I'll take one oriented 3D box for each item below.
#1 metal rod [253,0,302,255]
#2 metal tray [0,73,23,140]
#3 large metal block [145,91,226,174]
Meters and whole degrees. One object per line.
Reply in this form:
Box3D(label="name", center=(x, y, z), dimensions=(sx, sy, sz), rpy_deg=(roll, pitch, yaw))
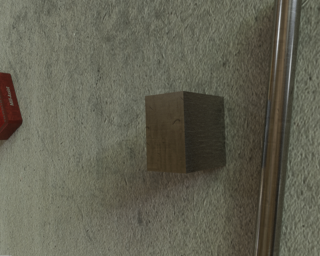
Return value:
Box3D(label="metal rod", center=(0.116, 0.012, 0.309), dimensions=(0.025, 0.025, 0.298), rpy_deg=(6, 94, 40))
Box3D(label="metal tray", center=(-0.356, -0.048, 0.695), dimensions=(0.090, 0.030, 0.130), rpy_deg=(-34, 69, 34))
Box3D(label="large metal block", center=(0.030, 0.005, 0.344), dimensions=(0.050, 0.081, 0.080), rpy_deg=(-3, 88, 40))
